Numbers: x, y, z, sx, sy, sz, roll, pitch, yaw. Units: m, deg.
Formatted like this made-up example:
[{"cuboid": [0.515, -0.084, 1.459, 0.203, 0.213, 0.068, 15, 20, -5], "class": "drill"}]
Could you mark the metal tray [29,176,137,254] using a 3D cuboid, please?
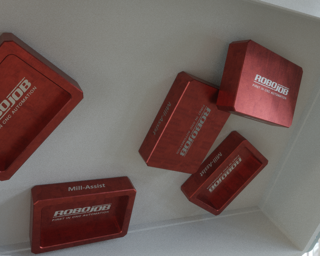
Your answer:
[{"cuboid": [-0.104, 0.116, 0.419, 0.131, 0.030, 0.089, -1, 119, -28], "class": "metal tray"}]

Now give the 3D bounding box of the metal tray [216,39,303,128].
[{"cuboid": [0.140, -0.056, 0.422, 0.131, 0.030, 0.089, 12, 90, -37], "class": "metal tray"}]

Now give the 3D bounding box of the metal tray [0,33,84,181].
[{"cuboid": [-0.154, -0.016, 0.310, 0.130, 0.030, 0.090, -47, 129, 4], "class": "metal tray"}]

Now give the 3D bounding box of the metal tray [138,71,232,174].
[{"cuboid": [0.039, -0.002, 0.425, 0.091, 0.030, 0.129, 16, 110, -35], "class": "metal tray"}]

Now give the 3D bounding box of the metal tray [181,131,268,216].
[{"cuboid": [0.108, 0.078, 0.511, 0.130, 0.030, 0.090, -48, 129, 6], "class": "metal tray"}]
